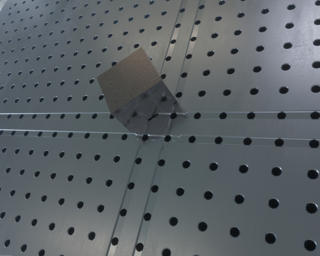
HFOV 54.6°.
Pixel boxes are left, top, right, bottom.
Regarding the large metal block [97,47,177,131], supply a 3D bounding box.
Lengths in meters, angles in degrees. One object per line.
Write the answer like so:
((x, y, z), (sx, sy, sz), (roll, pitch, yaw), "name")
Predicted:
((-0.035, -0.056, 0.446), (0.080, 0.050, 0.080), (-33, 51, 7), "large metal block")
